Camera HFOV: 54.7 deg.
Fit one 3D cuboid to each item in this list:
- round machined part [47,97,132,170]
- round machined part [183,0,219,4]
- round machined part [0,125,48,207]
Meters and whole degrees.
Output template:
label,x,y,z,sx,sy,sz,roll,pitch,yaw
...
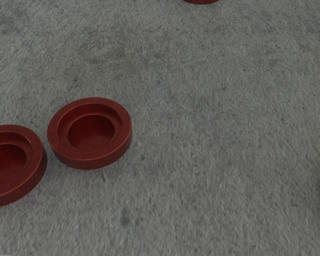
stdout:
label,x,y,z,sx,sy,sz,roll,pitch,yaw
round machined part,-0.083,0.011,0.382,0.099,0.042,0.098,0,50,0
round machined part,0.085,-0.303,0.648,0.099,0.042,0.098,0,50,0
round machined part,-0.178,0.046,0.351,0.099,0.042,0.098,0,50,0
